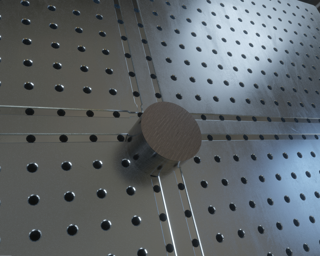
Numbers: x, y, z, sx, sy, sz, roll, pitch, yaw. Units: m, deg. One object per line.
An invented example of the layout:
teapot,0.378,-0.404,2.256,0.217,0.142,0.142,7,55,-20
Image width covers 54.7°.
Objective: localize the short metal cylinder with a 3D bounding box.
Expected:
short metal cylinder,0.004,0.014,0.387,0.081,0.050,0.080,14,56,-21
